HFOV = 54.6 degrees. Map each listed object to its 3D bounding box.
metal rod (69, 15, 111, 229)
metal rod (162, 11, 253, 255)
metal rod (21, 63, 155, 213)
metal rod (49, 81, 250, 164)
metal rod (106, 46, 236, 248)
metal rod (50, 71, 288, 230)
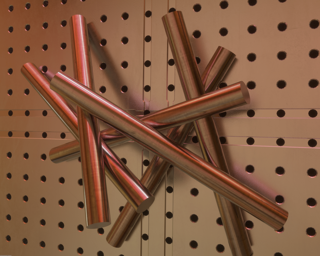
[{"bbox_3d":[-0.092,-0.029,0.387,0.025,0.025,0.299,-23,60,18],"label":"metal rod"},{"bbox_3d":[0.057,0.010,0.372,0.025,0.025,0.299,-16,92,19],"label":"metal rod"},{"bbox_3d":[-0.111,-0.004,0.412,0.300,0.025,0.025,43,104,30],"label":"metal rod"},{"bbox_3d":[-0.035,0.003,0.392,0.300,0.025,0.025,-18,84,31],"label":"metal rod"},{"bbox_3d":[0.009,0.032,0.409,0.025,0.025,0.299,33,101,17],"label":"metal rod"},{"bbox_3d":[0.007,0.023,0.353,0.301,0.025,0.025,32,101,4],"label":"metal rod"}]
